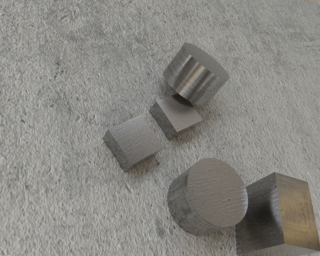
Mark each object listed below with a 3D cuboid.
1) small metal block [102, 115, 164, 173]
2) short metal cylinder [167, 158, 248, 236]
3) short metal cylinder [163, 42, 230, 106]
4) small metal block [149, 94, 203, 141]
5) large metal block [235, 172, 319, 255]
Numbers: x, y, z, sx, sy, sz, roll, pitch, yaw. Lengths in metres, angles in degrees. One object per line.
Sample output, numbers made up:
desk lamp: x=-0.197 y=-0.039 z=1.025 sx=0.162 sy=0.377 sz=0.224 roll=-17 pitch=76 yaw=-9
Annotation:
small metal block: x=-0.032 y=0.018 z=0.375 sx=0.050 sy=0.025 sz=0.050 roll=-27 pitch=76 yaw=-37
short metal cylinder: x=0.056 y=0.082 z=0.368 sx=0.081 sy=0.050 sz=0.080 roll=14 pitch=56 yaw=-21
short metal cylinder: x=0.052 y=-0.077 z=0.445 sx=0.080 sy=0.050 sz=0.080 roll=30 pitch=29 yaw=-18
small metal block: x=0.022 y=-0.017 z=0.426 sx=0.050 sy=0.025 sz=0.050 roll=-24 pitch=75 yaw=-36
large metal block: x=0.136 y=0.110 z=0.374 sx=0.050 sy=0.080 sz=0.080 roll=18 pitch=55 yaw=-18
